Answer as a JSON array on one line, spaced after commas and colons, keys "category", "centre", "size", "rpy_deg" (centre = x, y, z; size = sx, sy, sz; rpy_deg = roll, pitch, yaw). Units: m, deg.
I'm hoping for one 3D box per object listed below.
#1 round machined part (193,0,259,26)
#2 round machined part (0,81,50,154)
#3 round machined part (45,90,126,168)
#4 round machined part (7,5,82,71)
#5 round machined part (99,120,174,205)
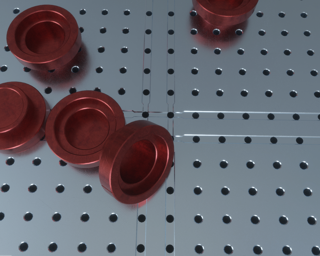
[{"category": "round machined part", "centre": [0.098, -0.196, 0.475], "size": [0.099, 0.042, 0.098], "rpy_deg": [0, 70, 0]}, {"category": "round machined part", "centre": [-0.201, -0.019, 0.409], "size": [0.099, 0.042, 0.098], "rpy_deg": [0, 70, 0]}, {"category": "round machined part", "centre": [-0.092, 0.004, 0.400], "size": [0.099, 0.042, 0.098], "rpy_deg": [0, 69, 1]}, {"category": "round machined part", "centre": [-0.162, -0.125, 0.448], "size": [0.099, 0.042, 0.098], "rpy_deg": [0, 70, 0]}, {"category": "round machined part", "centre": [-0.032, 0.037, 0.367], "size": [0.042, 0.098, 0.098], "rpy_deg": [24, 69, 40]}]
